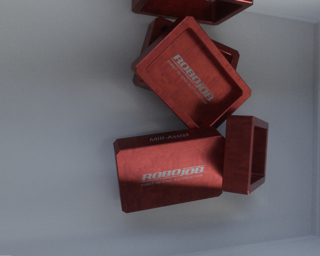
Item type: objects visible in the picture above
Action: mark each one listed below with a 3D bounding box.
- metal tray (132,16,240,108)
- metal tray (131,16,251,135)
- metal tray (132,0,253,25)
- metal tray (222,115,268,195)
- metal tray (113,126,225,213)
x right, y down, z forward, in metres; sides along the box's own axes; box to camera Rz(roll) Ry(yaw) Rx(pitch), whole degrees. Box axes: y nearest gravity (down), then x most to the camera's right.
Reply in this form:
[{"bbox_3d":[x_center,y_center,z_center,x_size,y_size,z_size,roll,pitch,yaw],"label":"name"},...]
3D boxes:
[{"bbox_3d":[0.038,-0.082,0.422,0.131,0.030,0.090,17,84,-20],"label":"metal tray"},{"bbox_3d":[0.041,-0.059,0.383,0.090,0.030,0.130,-45,113,2],"label":"metal tray"},{"bbox_3d":[0.038,-0.166,0.390,0.131,0.090,0.030,1,90,-20],"label":"metal tray"},{"bbox_3d":[0.117,0.033,0.409,0.131,0.030,0.089,6,87,-63],"label":"metal tray"},{"bbox_3d":[0.013,0.051,0.385,0.131,0.030,0.089,-8,116,-11],"label":"metal tray"}]
